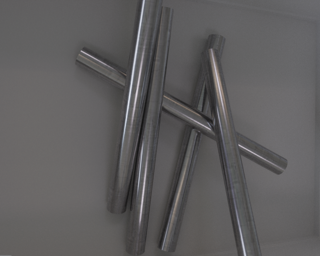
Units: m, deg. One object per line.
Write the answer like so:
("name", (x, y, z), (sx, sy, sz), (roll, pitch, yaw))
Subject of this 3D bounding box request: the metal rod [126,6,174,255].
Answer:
("metal rod", (-0.014, 0.012, 0.374), (0.025, 0.025, 0.298), (3, 101, -20))

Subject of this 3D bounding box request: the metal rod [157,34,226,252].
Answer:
("metal rod", (0.045, 0.017, 0.426), (0.025, 0.025, 0.299), (16, 85, -19))

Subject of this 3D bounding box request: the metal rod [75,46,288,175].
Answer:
("metal rod", (0.034, -0.017, 0.399), (0.301, 0.025, 0.025), (28, 81, -9))

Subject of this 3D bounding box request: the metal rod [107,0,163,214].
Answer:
("metal rod", (-0.028, -0.037, 0.343), (0.025, 0.025, 0.298), (4, 110, -20))

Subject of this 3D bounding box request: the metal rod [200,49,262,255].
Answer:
("metal rod", (0.085, 0.042, 0.367), (0.025, 0.025, 0.299), (-1, 71, -20))
